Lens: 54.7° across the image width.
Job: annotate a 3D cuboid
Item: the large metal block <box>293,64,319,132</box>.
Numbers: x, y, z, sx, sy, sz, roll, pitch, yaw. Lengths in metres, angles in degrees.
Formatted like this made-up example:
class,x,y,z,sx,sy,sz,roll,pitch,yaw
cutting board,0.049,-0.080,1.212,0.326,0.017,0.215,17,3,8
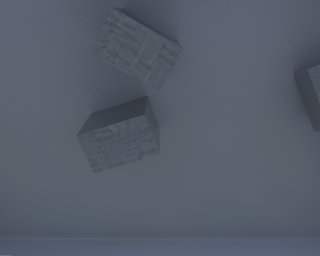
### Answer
class,x,y,z,sx,sy,sz,roll,pitch,yaw
large metal block,0.222,-0.045,0.373,0.080,0.050,0.080,-20,92,7

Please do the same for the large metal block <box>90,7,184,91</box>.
class,x,y,z,sx,sy,sz,roll,pitch,yaw
large metal block,-0.023,-0.091,0.348,0.080,0.080,0.050,28,108,-10

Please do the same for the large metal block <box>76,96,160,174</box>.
class,x,y,z,sx,sy,sz,roll,pitch,yaw
large metal block,-0.046,0.005,0.383,0.080,0.080,0.050,-17,109,6
